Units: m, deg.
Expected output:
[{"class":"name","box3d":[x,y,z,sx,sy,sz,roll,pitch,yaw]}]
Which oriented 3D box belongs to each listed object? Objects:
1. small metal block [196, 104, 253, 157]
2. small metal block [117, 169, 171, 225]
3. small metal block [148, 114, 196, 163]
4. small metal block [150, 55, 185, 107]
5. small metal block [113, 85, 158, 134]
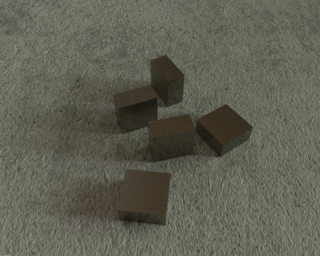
[{"class":"small metal block","box3d":[0.082,0.002,0.402,0.050,0.025,0.050,-28,55,-22]},{"class":"small metal block","box3d":[-0.016,0.075,0.340,0.050,0.025,0.050,5,50,4]},{"class":"small metal block","box3d":[0.013,0.013,0.376,0.050,0.050,0.025,-11,51,-9]},{"class":"small metal block","box3d":[0.010,-0.067,0.443,0.025,0.050,0.050,-23,54,-18]},{"class":"small metal block","box3d":[-0.031,-0.024,0.407,0.050,0.050,0.025,-17,52,-14]}]
